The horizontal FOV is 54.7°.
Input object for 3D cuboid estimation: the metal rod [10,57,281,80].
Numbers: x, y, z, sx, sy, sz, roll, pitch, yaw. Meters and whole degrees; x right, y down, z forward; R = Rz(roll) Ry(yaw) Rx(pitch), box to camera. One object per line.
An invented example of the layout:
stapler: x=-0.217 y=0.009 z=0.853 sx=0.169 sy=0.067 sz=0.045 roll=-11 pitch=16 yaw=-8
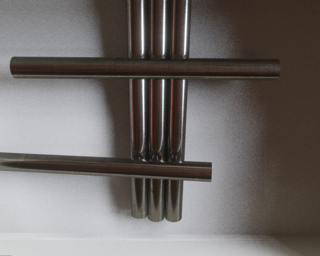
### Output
metal rod: x=-0.016 y=-0.069 z=0.358 sx=0.302 sy=0.025 sz=0.025 roll=0 pitch=110 yaw=0

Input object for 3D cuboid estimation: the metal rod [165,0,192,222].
metal rod: x=0.022 y=-0.008 z=0.406 sx=0.025 sy=0.025 sz=0.298 roll=1 pitch=110 yaw=0

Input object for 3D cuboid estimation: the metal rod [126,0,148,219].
metal rod: x=-0.028 y=-0.013 z=0.405 sx=0.025 sy=0.025 sz=0.298 roll=0 pitch=110 yaw=0

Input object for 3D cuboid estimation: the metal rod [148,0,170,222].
metal rod: x=-0.004 y=-0.008 z=0.407 sx=0.025 sy=0.025 sz=0.298 roll=1 pitch=110 yaw=0

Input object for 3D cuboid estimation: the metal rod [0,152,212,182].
metal rod: x=-0.085 y=0.050 z=0.409 sx=0.302 sy=0.025 sz=0.025 roll=2 pitch=110 yaw=6
